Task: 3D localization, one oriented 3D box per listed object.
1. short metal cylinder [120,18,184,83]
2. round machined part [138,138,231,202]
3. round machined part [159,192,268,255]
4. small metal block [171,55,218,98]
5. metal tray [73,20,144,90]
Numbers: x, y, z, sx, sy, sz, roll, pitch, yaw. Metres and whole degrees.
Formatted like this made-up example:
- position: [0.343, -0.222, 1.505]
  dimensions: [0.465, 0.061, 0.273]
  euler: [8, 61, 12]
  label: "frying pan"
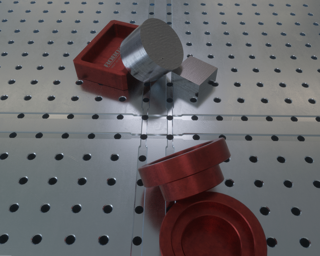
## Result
- position: [-0.011, -0.114, 0.460]
  dimensions: [0.081, 0.050, 0.080]
  euler: [16, 64, -37]
  label: "short metal cylinder"
- position: [0.030, 0.047, 0.333]
  dimensions: [0.099, 0.098, 0.042]
  euler: [-19, 87, -16]
  label: "round machined part"
- position: [0.049, 0.115, 0.300]
  dimensions: [0.099, 0.042, 0.098]
  euler: [0, 50, 0]
  label: "round machined part"
- position: [0.052, -0.080, 0.475]
  dimensions: [0.050, 0.025, 0.050]
  euler: [31, 57, 23]
  label: "small metal block"
- position: [-0.068, -0.124, 0.507]
  dimensions: [0.090, 0.030, 0.130]
  euler: [18, 52, 14]
  label: "metal tray"
